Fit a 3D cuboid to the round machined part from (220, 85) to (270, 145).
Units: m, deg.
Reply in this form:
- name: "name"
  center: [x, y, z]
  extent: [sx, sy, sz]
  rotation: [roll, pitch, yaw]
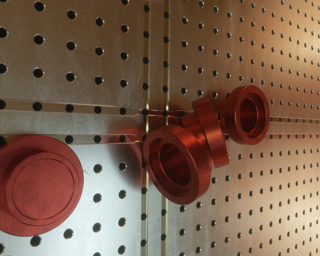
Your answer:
- name: "round machined part"
  center: [0.138, -0.021, 0.517]
  extent: [0.099, 0.042, 0.097]
  rotation: [0, 90, -40]

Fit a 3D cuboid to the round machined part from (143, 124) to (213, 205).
- name: "round machined part"
  center: [0.026, 0.042, 0.385]
  extent: [0.042, 0.098, 0.097]
  rotation: [-22, 104, -37]

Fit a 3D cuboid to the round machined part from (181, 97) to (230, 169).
- name: "round machined part"
  center: [0.059, 0.010, 0.427]
  extent: [0.042, 0.098, 0.097]
  rotation: [-19, 106, 4]

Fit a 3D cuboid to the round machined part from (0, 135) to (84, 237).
- name: "round machined part"
  center: [-0.119, 0.056, 0.300]
  extent: [0.099, 0.042, 0.097]
  rotation: [0, 90, -40]
